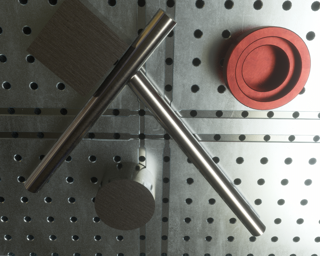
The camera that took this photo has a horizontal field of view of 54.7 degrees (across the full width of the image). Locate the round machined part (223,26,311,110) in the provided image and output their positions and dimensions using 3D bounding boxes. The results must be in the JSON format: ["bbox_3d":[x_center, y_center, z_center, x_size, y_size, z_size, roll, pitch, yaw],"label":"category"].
[{"bbox_3d":[0.126,-0.074,0.379,0.099,0.042,0.097,0,110,-1],"label":"round machined part"}]

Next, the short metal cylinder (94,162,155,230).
[{"bbox_3d":[-0.047,0.095,0.434,0.081,0.050,0.079,0,110,-1],"label":"short metal cylinder"}]

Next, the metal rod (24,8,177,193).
[{"bbox_3d":[-0.086,-0.020,0.390,0.025,0.025,0.299,38,111,-13],"label":"metal rod"}]

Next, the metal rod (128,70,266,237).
[{"bbox_3d":[0.058,0.045,0.430,0.025,0.025,0.300,-36,107,12],"label":"metal rod"}]

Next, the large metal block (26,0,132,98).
[{"bbox_3d":[-0.090,-0.096,0.363,0.080,0.050,0.080,41,105,-14],"label":"large metal block"}]
